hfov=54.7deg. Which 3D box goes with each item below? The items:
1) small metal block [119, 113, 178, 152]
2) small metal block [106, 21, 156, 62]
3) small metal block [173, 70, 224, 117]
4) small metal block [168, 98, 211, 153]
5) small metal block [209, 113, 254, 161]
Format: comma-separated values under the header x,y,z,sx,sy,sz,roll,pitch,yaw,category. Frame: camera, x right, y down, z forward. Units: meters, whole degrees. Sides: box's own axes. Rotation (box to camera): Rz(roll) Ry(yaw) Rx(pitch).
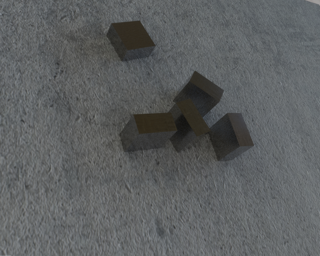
x,y,z,sx,sy,sz,roll,pitch,yaw,category
-0.015,0.006,0.376,0.050,0.050,0.025,-4,64,-30,small metal block
-0.043,-0.130,0.459,0.050,0.025,0.050,-20,73,-36,small metal block
0.055,-0.046,0.445,0.050,0.050,0.025,33,52,-7,small metal block
0.031,-0.002,0.406,0.025,0.050,0.050,-20,73,-36,small metal block
0.097,0.013,0.432,0.025,0.050,0.050,-1,62,-29,small metal block
